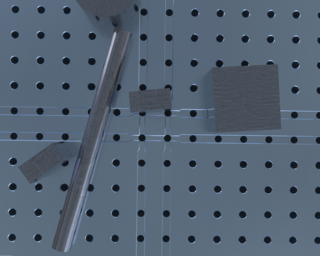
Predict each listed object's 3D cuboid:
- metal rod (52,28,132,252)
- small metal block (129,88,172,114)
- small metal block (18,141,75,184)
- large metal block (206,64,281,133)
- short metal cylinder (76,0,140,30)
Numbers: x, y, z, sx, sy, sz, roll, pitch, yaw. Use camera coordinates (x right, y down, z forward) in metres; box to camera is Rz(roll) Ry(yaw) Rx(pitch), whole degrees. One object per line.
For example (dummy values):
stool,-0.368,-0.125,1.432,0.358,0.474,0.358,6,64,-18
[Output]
metal rod,-0.090,0.015,0.412,0.025,0.025,0.298,16,90,-1
small metal block,-0.012,-0.034,0.401,0.050,0.050,0.025,-5,90,-1
small metal block,-0.144,0.043,0.399,0.050,0.050,0.025,-35,90,0
large metal block,0.106,-0.036,0.402,0.081,0.050,0.079,-3,90,-1
short metal cylinder,-0.067,-0.175,0.400,0.081,0.050,0.079,0,90,-1
